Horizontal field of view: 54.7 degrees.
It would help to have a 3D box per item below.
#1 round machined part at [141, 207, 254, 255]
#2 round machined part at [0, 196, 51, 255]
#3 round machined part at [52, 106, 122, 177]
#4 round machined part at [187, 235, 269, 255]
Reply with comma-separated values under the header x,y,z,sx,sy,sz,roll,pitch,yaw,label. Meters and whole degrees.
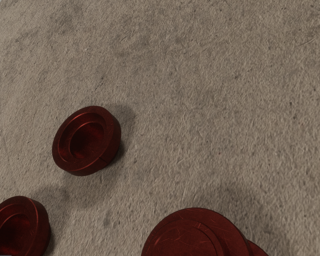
x,y,z,sx,sy,sz,roll,pitch,yaw,label
0.026,0.114,0.255,0.098,0.042,0.098,-13,56,20,round machined part
-0.182,0.141,0.400,0.098,0.042,0.098,-13,56,20,round machined part
-0.096,0.021,0.428,0.098,0.042,0.098,-13,56,20,round machined part
0.061,0.147,0.270,0.098,0.042,0.098,-13,56,20,round machined part
